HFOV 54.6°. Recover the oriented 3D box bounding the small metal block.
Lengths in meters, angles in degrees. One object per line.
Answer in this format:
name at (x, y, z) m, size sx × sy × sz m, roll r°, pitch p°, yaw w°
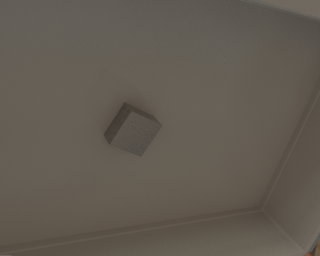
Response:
small metal block at (-0.034, 0.003, 0.391) m, size 0.050 × 0.025 × 0.050 m, roll 25°, pitch 105°, yaw -37°
